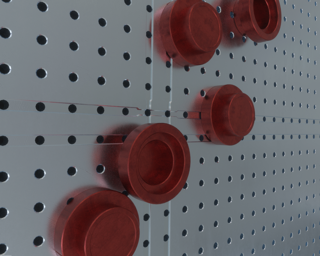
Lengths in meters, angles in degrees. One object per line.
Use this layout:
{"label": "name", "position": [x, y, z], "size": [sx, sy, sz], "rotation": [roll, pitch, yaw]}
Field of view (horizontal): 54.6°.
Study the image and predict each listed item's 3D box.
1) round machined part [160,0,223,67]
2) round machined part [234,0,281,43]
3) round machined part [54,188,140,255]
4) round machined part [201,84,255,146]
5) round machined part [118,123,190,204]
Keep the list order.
{"label": "round machined part", "position": [0.051, -0.138, 0.439], "size": [0.099, 0.042, 0.097], "rotation": [0, 90, -40]}
{"label": "round machined part", "position": [0.164, -0.196, 0.534], "size": [0.099, 0.042, 0.097], "rotation": [0, 90, -40]}
{"label": "round machined part", "position": [-0.062, 0.119, 0.346], "size": [0.099, 0.042, 0.097], "rotation": [0, 90, -40]}
{"label": "round machined part", "position": [0.114, -0.021, 0.492], "size": [0.099, 0.042, 0.097], "rotation": [0, 90, -40]}
{"label": "round machined part", "position": [-0.011, 0.043, 0.388], "size": [0.099, 0.042, 0.097], "rotation": [0, 90, -40]}
